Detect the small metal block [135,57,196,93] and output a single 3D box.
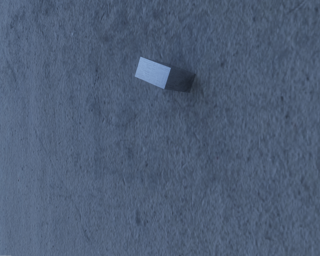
[{"bbox_3d":[0.007,-0.065,0.381,0.050,0.050,0.025,28,108,36],"label":"small metal block"}]
